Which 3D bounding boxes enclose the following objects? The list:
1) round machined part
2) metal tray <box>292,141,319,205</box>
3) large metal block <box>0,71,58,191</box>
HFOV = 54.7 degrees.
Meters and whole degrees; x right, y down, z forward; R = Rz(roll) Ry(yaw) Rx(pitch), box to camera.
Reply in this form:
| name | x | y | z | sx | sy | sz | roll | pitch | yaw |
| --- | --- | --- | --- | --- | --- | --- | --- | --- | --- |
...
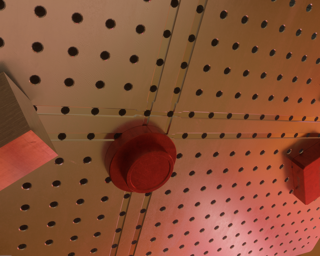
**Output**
| name | x | y | z | sx | sy | sz | roll | pitch | yaw |
| --- | --- | --- | --- | --- | --- | --- | --- | --- | --- |
| round machined part | -0.021 | 0.049 | 0.419 | 0.099 | 0.042 | 0.097 | -14 | 124 | -21 |
| metal tray | 0.323 | 0.092 | 0.641 | 0.090 | 0.030 | 0.130 | -31 | 129 | -8 |
| large metal block | -0.155 | 0.008 | 0.286 | 0.080 | 0.080 | 0.050 | -33 | 150 | -9 |
